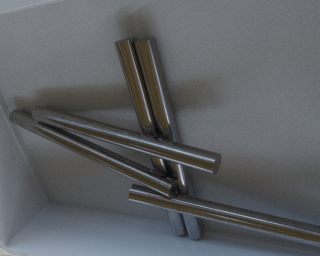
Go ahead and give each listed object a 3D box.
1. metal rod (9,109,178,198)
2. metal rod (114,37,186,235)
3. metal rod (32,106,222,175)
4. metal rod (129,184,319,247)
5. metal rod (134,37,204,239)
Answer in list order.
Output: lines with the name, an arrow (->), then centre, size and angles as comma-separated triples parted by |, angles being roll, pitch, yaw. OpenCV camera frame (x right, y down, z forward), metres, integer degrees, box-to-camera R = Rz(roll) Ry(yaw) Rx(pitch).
metal rod -> -0.113, 0.030, 0.467 | 0.301, 0.025, 0.025 | 21, 127, 21
metal rod -> -0.005, 0.028, 0.423 | 0.025, 0.025, 0.298 | -1, 118, 28
metal rod -> -0.064, 0.009, 0.419 | 0.300, 0.025, 0.025 | 14, 125, 28
metal rod -> 0.103, 0.116, 0.401 | 0.301, 0.025, 0.025 | 10, 123, 16
metal rod -> 0.019, 0.031, 0.413 | 0.025, 0.025, 0.298 | -1, 118, 28
